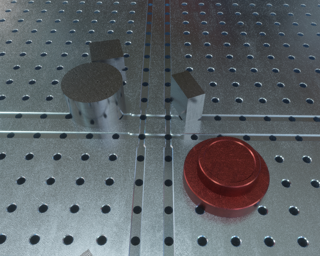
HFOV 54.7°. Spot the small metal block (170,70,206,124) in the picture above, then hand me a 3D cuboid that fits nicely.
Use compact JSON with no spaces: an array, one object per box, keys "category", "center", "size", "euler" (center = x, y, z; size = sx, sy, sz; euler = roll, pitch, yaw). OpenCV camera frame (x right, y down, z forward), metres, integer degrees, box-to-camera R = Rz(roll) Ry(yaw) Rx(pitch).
[{"category":"small metal block","center":[0.037,-0.042,0.427],"size":[0.025,0.050,0.050],"euler":[-18,53,-15]}]

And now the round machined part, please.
[{"category":"round machined part","center":[0.077,0.048,0.357],"size":[0.099,0.042,0.098],"euler":[0,50,0]}]

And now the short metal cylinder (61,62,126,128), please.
[{"category":"short metal cylinder","center":[-0.090,-0.046,0.429],"size":[0.081,0.050,0.080],"euler":[0,50,0]}]

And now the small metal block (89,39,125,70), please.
[{"category":"small metal block","center":[-0.087,-0.118,0.505],"size":[0.050,0.025,0.050],"euler":[-10,51,-9]}]

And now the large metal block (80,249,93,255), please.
[{"category":"large metal block","center":[-0.067,0.164,0.253],"size":[0.080,0.050,0.080],"euler":[-33,58,-25]}]
